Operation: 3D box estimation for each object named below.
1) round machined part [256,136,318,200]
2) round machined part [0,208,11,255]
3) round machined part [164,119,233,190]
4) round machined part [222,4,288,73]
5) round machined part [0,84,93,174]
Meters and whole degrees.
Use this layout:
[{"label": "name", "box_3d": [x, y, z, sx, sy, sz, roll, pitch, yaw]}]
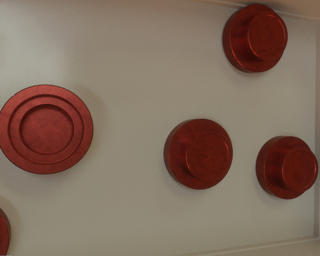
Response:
[{"label": "round machined part", "box_3d": [0.201, 0.061, 0.475, 0.099, 0.042, 0.097, 0, 90, -20]}, {"label": "round machined part", "box_3d": [-0.212, 0.123, 0.323, 0.099, 0.042, 0.097, 0, 90, -20]}, {"label": "round machined part", "box_3d": [0.058, 0.036, 0.423, 0.099, 0.042, 0.097, 0, 90, -20]}, {"label": "round machined part", "box_3d": [0.144, -0.130, 0.450, 0.099, 0.042, 0.097, -2, 96, -20]}, {"label": "round machined part", "box_3d": [-0.129, 0.001, 0.354, 0.099, 0.042, 0.097, 0, 90, -20]}]
